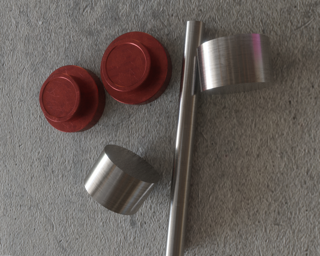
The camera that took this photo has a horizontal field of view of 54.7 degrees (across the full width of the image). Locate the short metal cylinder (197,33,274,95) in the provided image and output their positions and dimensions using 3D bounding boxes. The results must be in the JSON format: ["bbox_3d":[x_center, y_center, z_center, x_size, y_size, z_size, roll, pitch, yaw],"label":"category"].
[{"bbox_3d":[0.084,-0.069,0.350,0.080,0.080,0.050,-6,88,19],"label":"short metal cylinder"}]

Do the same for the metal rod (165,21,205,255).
[{"bbox_3d":[0.032,0.016,0.397,0.025,0.025,0.298,6,92,19],"label":"metal rod"}]

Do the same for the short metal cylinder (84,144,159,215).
[{"bbox_3d":[-0.048,0.065,0.396,0.080,0.080,0.050,37,102,16],"label":"short metal cylinder"}]

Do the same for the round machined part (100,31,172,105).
[{"bbox_3d":[-0.037,-0.080,0.412,0.098,0.042,0.097,0,90,19],"label":"round machined part"}]

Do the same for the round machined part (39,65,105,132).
[{"bbox_3d":[-0.132,-0.042,0.445,0.098,0.042,0.097,0,90,19],"label":"round machined part"}]
